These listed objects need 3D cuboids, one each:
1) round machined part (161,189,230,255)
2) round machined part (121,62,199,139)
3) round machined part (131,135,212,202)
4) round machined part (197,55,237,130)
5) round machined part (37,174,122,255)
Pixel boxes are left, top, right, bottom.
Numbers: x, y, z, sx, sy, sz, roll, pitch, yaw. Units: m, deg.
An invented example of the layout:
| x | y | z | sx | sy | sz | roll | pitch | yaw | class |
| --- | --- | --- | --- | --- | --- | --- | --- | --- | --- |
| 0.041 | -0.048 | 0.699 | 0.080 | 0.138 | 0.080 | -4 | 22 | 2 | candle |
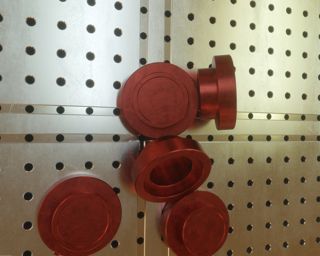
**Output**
| x | y | z | sx | sy | sz | roll | pitch | yaw | class |
| --- | --- | --- | --- | --- | --- | --- | --- | --- | --- |
| 0.054 | 0.135 | 0.425 | 0.099 | 0.042 | 0.097 | 0 | 90 | -21 | round machined part |
| 0.001 | -0.034 | 0.389 | 0.099 | 0.042 | 0.097 | 0 | 93 | -1 | round machined part |
| 0.011 | 0.047 | 0.392 | 0.099 | 0.042 | 0.097 | -12 | 134 | -13 | round machined part |
| 0.072 | -0.045 | 0.408 | 0.042 | 0.098 | 0.097 | -4 | 92 | 6 | round machined part |
| -0.094 | 0.107 | 0.370 | 0.099 | 0.042 | 0.097 | 0 | 90 | -21 | round machined part |
